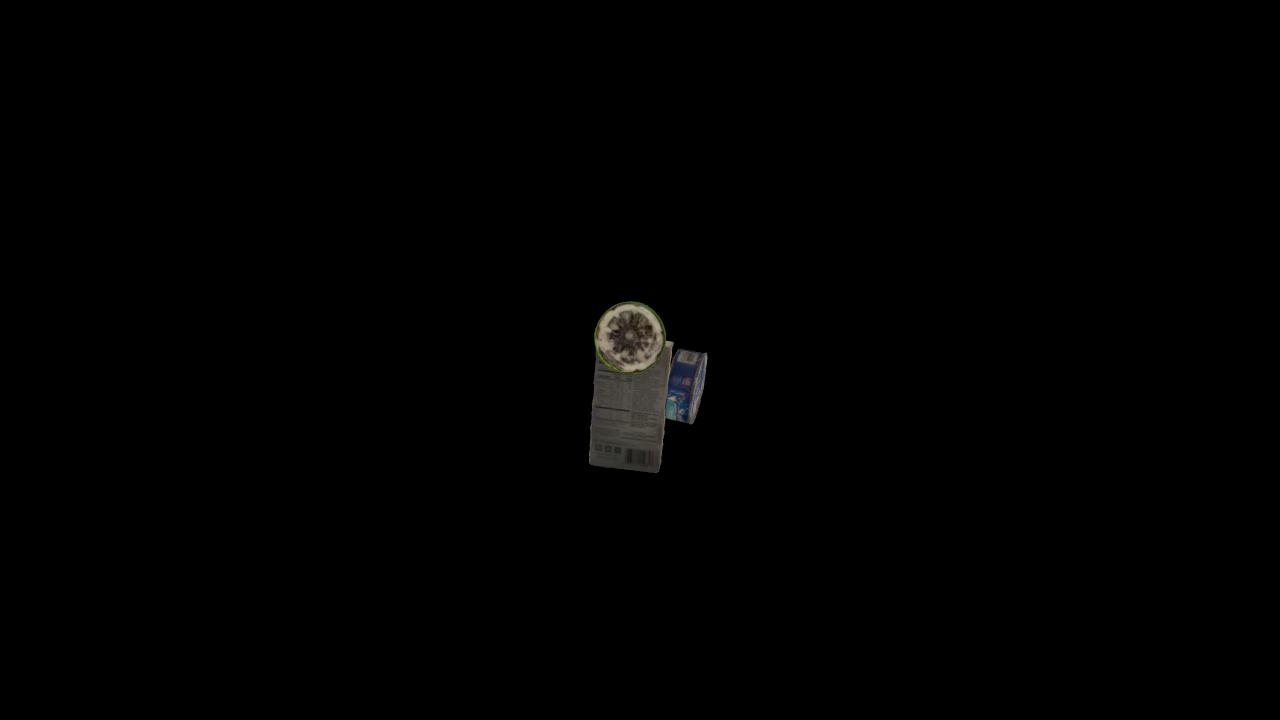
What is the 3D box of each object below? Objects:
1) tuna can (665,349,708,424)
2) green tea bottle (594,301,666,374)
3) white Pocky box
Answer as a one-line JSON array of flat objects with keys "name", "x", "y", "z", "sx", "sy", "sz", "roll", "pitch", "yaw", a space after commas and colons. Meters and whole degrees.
[{"name": "tuna can", "x": 0.053, "y": 0.030, "z": 0.707, "sx": 0.034, "sy": 0.084, "sz": 0.084, "roll": 12, "pitch": 2, "yaw": 11}, {"name": "green tea bottle", "x": -0.008, "y": -0.028, "z": 0.677, "sx": 0.073, "sy": 0.073, "sz": 0.212, "roll": 0, "pitch": 4, "yaw": 0}, {"name": "white Pocky box", "x": -0.011, "y": 0.050, "z": 0.692, "sx": 0.084, "sy": 0.154, "sz": 0.028, "roll": 7, "pitch": 18, "yaw": 6}]
